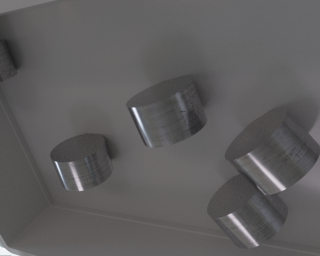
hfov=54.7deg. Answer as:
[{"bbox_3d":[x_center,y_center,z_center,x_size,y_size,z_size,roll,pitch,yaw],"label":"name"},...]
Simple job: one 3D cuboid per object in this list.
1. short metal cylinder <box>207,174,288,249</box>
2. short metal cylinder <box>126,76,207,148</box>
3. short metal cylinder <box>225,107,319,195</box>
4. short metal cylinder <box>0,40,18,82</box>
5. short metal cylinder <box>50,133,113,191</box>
[{"bbox_3d":[0.105,0.098,0.378,0.080,0.080,0.050,-35,99,38],"label":"short metal cylinder"},{"bbox_3d":[0.008,-0.020,0.357,0.080,0.080,0.050,-10,113,32],"label":"short metal cylinder"},{"bbox_3d":[0.116,0.024,0.326,0.050,0.080,0.080,46,129,-4],"label":"short metal cylinder"},{"bbox_3d":[-0.259,-0.094,0.452,0.080,0.080,0.050,3,120,27],"label":"short metal cylinder"},{"bbox_3d":[-0.116,0.050,0.465,0.080,0.080,0.050,3,120,27],"label":"short metal cylinder"}]
